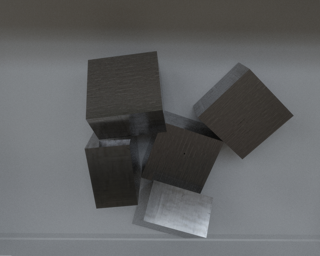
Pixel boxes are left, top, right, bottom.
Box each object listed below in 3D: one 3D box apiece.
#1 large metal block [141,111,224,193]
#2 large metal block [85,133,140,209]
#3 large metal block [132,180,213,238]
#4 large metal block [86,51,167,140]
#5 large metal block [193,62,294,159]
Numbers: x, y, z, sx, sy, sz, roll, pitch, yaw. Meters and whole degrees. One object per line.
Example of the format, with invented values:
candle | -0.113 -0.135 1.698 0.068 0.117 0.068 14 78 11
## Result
large metal block | 0.027 0.031 0.409 0.080 0.050 0.079 18 109 -7
large metal block | -0.056 0.044 0.396 0.050 0.080 0.079 -5 110 1
large metal block | 0.014 0.112 0.415 0.080 0.080 0.050 18 67 -9
large metal block | -0.038 -0.037 0.360 0.080 0.080 0.050 -7 152 3
large metal block | 0.101 -0.022 0.390 0.080 0.050 0.080 42 104 -14
